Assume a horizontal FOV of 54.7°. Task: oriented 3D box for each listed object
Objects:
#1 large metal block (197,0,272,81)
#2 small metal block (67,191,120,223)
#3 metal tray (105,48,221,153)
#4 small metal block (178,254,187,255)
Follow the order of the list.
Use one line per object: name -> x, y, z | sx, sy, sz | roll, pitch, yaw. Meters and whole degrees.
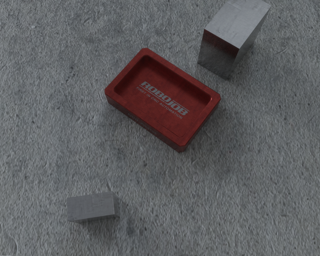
large metal block -> 0.099, -0.126, 0.426 | 0.050, 0.080, 0.080 | 34, 74, 11
small metal block -> -0.076, 0.093, 0.360 | 0.050, 0.050, 0.025 | -8, 71, -3
metal tray -> 0.003, -0.040, 0.419 | 0.130, 0.030, 0.090 | 35, 74, 12
small metal block -> 0.012, 0.174, 0.344 | 0.050, 0.025, 0.050 | -16, 71, -6
